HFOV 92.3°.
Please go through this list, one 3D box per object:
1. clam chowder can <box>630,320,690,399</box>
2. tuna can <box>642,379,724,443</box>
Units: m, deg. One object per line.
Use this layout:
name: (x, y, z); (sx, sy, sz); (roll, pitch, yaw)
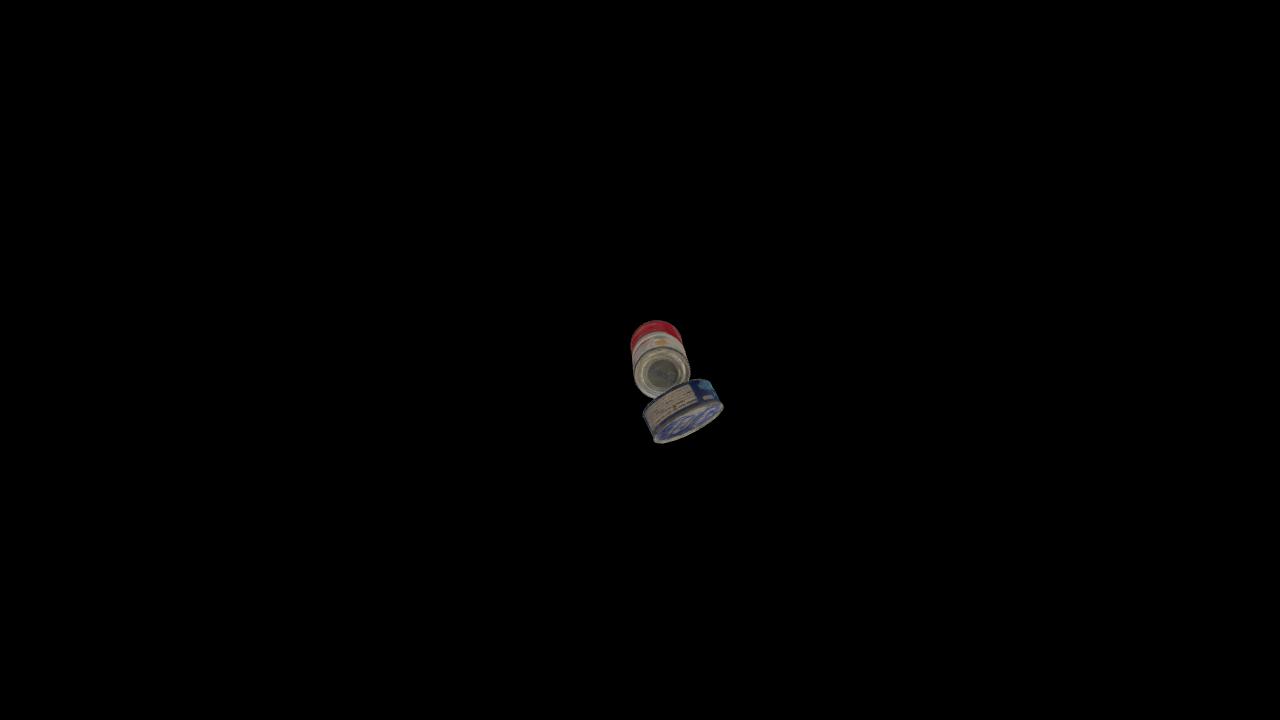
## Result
clam chowder can: (0.023, -0.002, 0.748); (0.068, 0.068, 0.102); (0, 21, -2)
tuna can: (0.046, 0.055, 0.663); (0.084, 0.034, 0.084); (-23, -23, -10)
